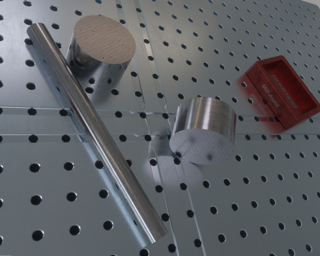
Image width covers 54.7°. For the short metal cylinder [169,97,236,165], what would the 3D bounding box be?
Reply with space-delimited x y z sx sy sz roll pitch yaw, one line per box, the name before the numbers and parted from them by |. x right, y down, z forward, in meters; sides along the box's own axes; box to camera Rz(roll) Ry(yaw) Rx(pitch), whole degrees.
short metal cylinder | 0.056 0.005 0.400 0.080 0.080 0.050 24 53 -14

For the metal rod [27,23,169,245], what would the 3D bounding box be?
metal rod | -0.080 -0.004 0.366 0.025 0.025 0.299 -23 74 -36

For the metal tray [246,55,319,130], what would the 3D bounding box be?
metal tray | 0.229 -0.069 0.569 0.091 0.030 0.130 -20 72 -35

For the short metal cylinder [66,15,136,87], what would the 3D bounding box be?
short metal cylinder | -0.079 -0.102 0.411 0.081 0.050 0.080 14 56 -21
